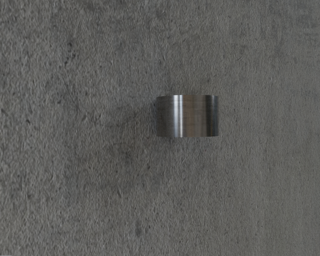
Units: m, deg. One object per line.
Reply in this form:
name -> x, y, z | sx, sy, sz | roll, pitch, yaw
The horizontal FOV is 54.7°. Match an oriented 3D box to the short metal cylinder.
short metal cylinder -> 0.036, -0.015, 0.403 | 0.081, 0.080, 0.050 | -1, 91, -40
